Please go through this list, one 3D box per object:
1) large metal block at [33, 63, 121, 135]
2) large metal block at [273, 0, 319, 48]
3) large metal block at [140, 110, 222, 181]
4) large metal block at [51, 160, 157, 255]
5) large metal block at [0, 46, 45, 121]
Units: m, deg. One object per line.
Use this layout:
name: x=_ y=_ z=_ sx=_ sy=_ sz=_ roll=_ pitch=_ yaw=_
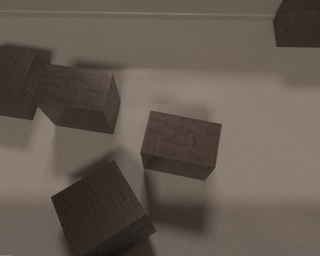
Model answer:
large metal block: x=-0.099 y=-0.034 z=0.392 sx=0.080 sy=0.080 sz=0.050 roll=9 pitch=70 yaw=3
large metal block: x=0.218 y=-0.159 z=0.441 sx=0.081 sy=0.080 sz=0.050 roll=1 pitch=70 yaw=0
large metal block: x=0.024 y=0.024 z=0.372 sx=0.080 sy=0.080 sz=0.050 roll=11 pitch=71 yaw=3
large metal block: x=-0.063 y=0.097 z=0.346 sx=0.080 sy=0.050 sz=0.080 roll=-30 pitch=51 yaw=-11
large metal block: x=-0.208 y=-0.062 z=0.416 sx=0.080 sy=0.050 sz=0.080 roll=9 pitch=70 yaw=3
